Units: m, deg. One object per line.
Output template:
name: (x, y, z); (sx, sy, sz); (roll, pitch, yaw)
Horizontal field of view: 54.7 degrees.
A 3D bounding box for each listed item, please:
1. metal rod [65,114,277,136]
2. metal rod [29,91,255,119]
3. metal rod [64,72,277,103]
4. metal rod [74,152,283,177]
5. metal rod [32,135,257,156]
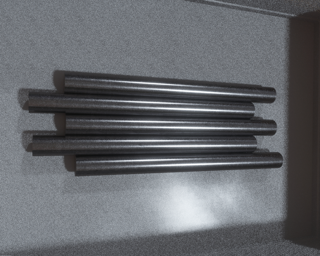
metal rod: (0.029, -0.002, 0.421); (0.303, 0.025, 0.025); (1, 90, -21)
metal rod: (-0.008, -0.028, 0.407); (0.303, 0.025, 0.025); (1, 90, -21)
metal rod: (0.028, -0.052, 0.420); (0.303, 0.025, 0.025); (1, 90, -21)
metal rod: (0.040, 0.048, 0.425); (0.303, 0.025, 0.025); (1, 90, -21)
metal rod: (-0.004, 0.022, 0.408); (0.303, 0.025, 0.025); (1, 90, -21)
